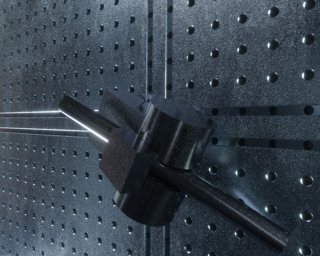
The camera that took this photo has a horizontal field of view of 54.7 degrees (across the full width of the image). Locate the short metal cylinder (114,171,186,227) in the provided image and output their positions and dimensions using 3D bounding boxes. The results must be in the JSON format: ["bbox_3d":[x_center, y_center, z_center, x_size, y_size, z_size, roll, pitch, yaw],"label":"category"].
[{"bbox_3d":[-0.010,0.072,0.376,0.080,0.081,0.050,37,113,34],"label":"short metal cylinder"}]

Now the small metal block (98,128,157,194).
[{"bbox_3d":[-0.036,0.034,0.332,0.050,0.025,0.050,40,115,42],"label":"small metal block"}]

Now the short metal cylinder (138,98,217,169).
[{"bbox_3d":[0.018,0.004,0.355,0.080,0.081,0.050,35,111,34],"label":"short metal cylinder"}]

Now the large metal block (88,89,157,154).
[{"bbox_3d":[-0.044,0.002,0.422,0.080,0.050,0.079,36,112,34],"label":"large metal block"}]

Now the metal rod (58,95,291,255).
[{"bbox_3d":[0.000,0.041,0.353,0.300,0.025,0.025,31,110,19],"label":"metal rod"}]
